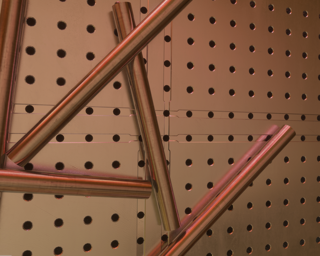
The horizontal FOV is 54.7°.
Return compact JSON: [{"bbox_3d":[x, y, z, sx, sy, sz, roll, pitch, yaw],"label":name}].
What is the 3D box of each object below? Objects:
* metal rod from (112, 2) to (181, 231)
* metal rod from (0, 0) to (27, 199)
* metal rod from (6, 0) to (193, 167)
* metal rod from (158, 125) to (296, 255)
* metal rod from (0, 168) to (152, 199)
[{"bbox_3d":[-0.017,-0.011,0.407,0.025,0.025,0.298,-14,95,-20],"label":"metal rod"},{"bbox_3d":[-0.181,-0.009,0.345,0.025,0.025,0.298,8,87,-20],"label":"metal rod"},{"bbox_3d":[-0.061,-0.071,0.369,0.300,0.025,0.025,-46,105,-6],"label":"metal rod"},{"bbox_3d":[0.096,0.101,0.449,0.301,0.025,0.025,-42,104,-16],"label":"metal rod"},{"bbox_3d":[-0.147,0.058,0.336,0.302,0.025,0.025,10,87,-29],"label":"metal rod"}]
